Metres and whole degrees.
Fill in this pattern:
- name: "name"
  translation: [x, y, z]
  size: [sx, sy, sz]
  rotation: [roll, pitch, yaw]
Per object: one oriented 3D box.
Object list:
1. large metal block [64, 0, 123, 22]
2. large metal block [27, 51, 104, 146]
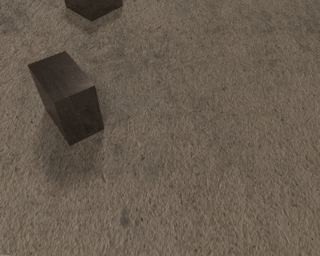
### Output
- name: "large metal block"
  translation: [-0.132, -0.261, 0.604]
  size: [0.080, 0.050, 0.080]
  rotation: [35, 58, 25]
- name: "large metal block"
  translation: [-0.119, -0.038, 0.398]
  size: [0.050, 0.080, 0.080]
  rotation: [-29, 56, -22]
